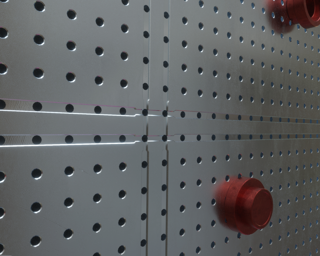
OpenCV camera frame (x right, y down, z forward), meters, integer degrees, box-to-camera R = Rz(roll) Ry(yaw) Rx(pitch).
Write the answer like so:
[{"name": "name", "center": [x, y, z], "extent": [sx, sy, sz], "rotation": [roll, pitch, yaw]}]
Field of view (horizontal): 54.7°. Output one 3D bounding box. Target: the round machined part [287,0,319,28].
[{"name": "round machined part", "center": [0.306, -0.260, 0.659], "extent": [0.099, 0.042, 0.097], "rotation": [0, 90, -40]}]

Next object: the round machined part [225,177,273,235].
[{"name": "round machined part", "center": [0.159, 0.136, 0.535], "extent": [0.099, 0.042, 0.097], "rotation": [0, 91, -40]}]
